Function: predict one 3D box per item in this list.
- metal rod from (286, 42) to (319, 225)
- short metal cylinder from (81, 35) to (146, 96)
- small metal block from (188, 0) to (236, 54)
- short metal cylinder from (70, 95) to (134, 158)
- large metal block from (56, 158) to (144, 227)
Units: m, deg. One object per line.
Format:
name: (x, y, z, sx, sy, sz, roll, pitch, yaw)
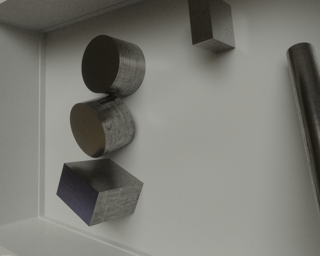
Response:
metal rod: (0.127, 0.057, 0.224, 0.025, 0.025, 0.299, -22, 52, 37)
short metal cylinder: (-0.067, -0.087, 0.444, 0.080, 0.050, 0.079, 0, 90, 39)
small metal block: (0.058, -0.114, 0.341, 0.025, 0.050, 0.050, -9, 85, 39)
short metal cylinder: (-0.084, -0.003, 0.443, 0.080, 0.050, 0.079, 20, 121, 37)
large metal block: (-0.085, 0.086, 0.438, 0.080, 0.081, 0.050, 28, 108, 36)
